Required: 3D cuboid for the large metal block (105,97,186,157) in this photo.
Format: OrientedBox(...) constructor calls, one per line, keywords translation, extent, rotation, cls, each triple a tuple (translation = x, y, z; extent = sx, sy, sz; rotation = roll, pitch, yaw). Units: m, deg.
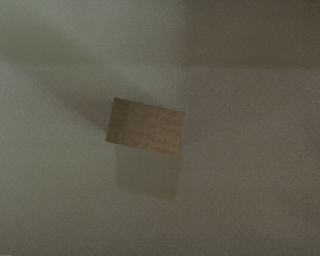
OrientedBox(translation=(-0.016, -0.001, 0.381), extent=(0.080, 0.080, 0.050), rotation=(12, 90, -1), cls="large metal block")
